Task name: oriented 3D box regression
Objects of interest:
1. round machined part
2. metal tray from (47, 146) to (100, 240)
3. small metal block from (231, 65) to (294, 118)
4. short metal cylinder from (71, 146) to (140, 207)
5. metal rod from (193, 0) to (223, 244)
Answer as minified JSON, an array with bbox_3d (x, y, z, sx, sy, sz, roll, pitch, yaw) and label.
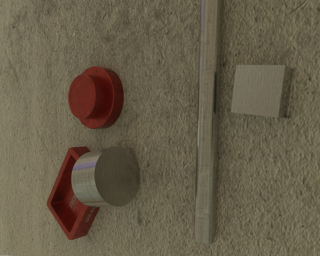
[{"bbox_3d":[-0.105,-0.047,0.481,0.098,0.042,0.097,0,90,40],"label":"round machined part"},{"bbox_3d":[-0.137,0.107,0.514,0.090,0.030,0.129,41,115,32],"label":"metal tray"},{"bbox_3d":[0.104,-0.038,0.319,0.050,0.025,0.050,10,96,39],"label":"small metal block"},{"bbox_3d":[-0.074,0.069,0.430,0.050,0.081,0.080,-14,81,39],"label":"short metal cylinder"},{"bbox_3d":[0.056,-0.019,0.358,0.025,0.025,0.298,3,92,40],"label":"metal rod"}]
